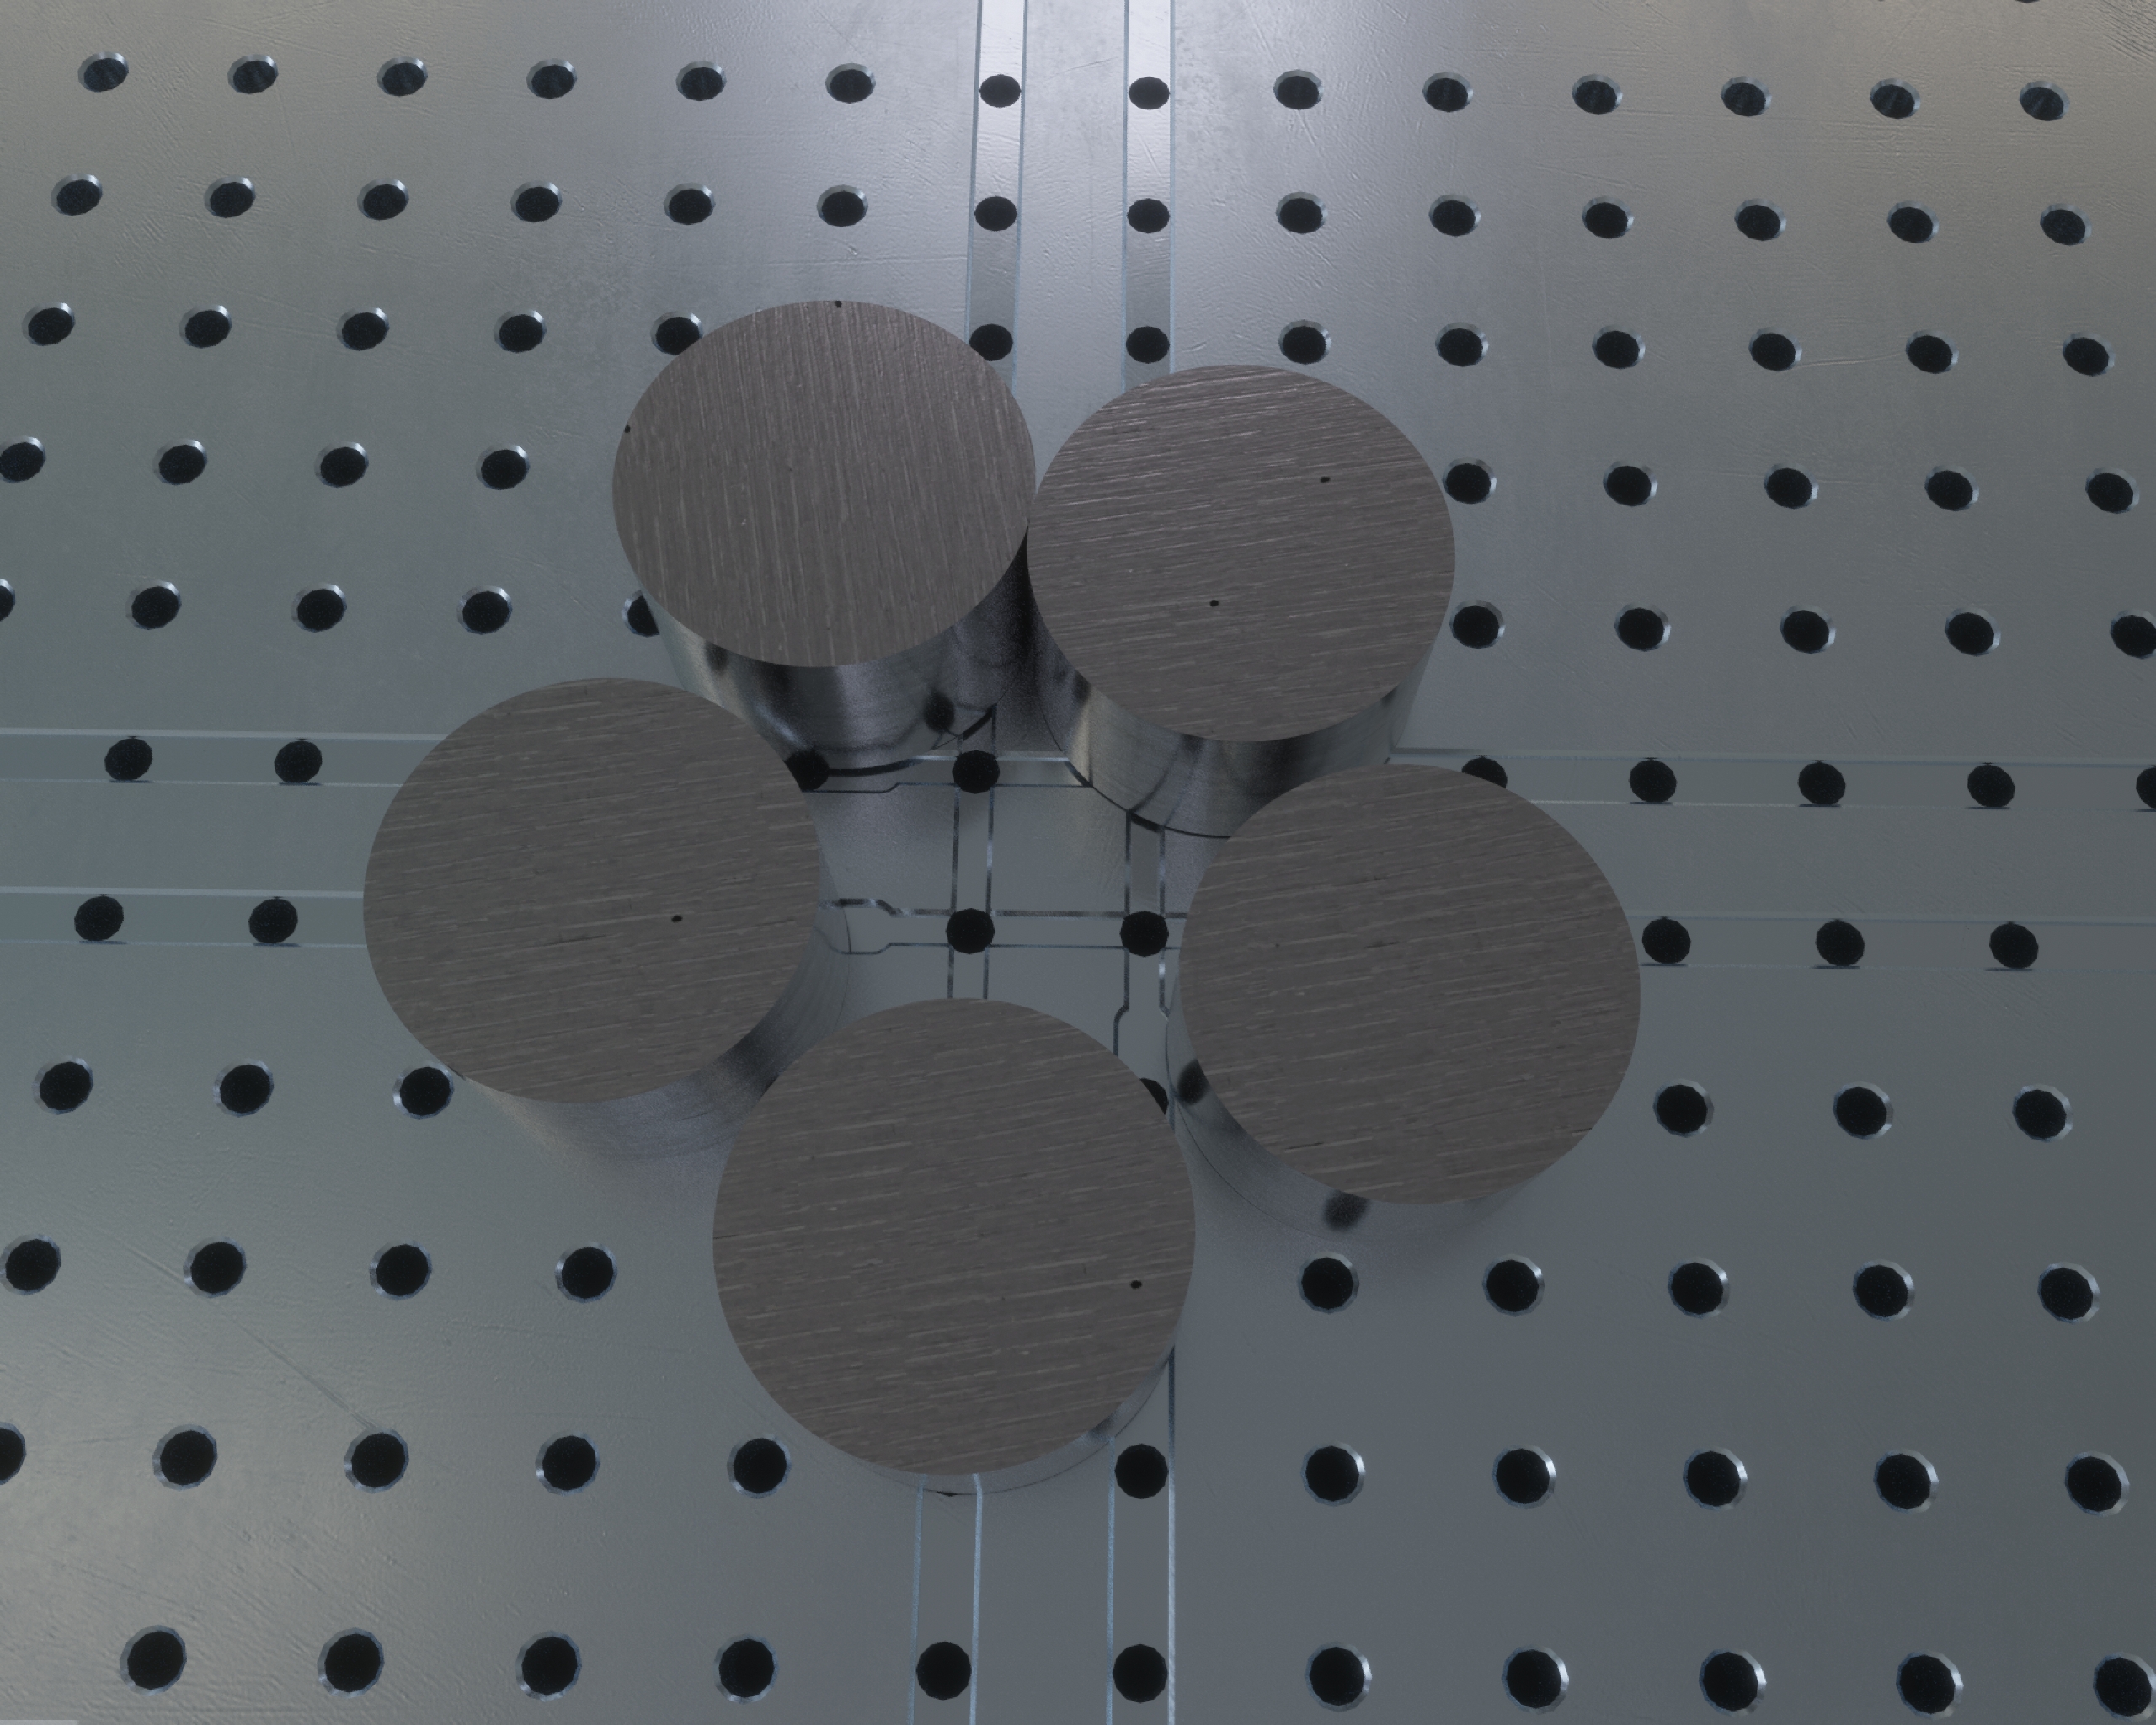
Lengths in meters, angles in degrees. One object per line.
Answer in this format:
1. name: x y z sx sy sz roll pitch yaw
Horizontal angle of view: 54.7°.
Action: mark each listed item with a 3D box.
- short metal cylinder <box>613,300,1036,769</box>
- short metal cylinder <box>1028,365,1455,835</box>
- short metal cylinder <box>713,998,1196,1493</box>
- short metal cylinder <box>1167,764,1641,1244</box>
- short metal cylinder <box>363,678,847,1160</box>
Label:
1. short metal cylinder: -0.048 -0.065 0.421 0.081 0.050 0.080 0 70 0
2. short metal cylinder: 0.031 -0.051 0.416 0.081 0.050 0.080 0 70 0
3. short metal cylinder: -0.020 0.069 0.371 0.080 0.050 0.080 0 70 0
4. short metal cylinder: 0.058 0.028 0.388 0.081 0.050 0.080 0 71 0
5. short metal cylinder: -0.086 0.012 0.393 0.081 0.050 0.080 0 70 0
